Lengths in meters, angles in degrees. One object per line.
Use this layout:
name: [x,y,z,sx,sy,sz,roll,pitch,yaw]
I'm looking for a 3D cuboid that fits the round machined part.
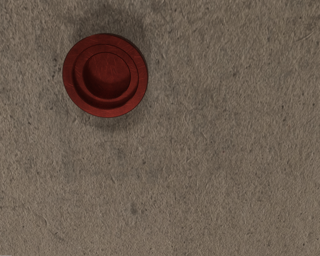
round machined part: [-0.063,-0.065,0.376,0.099,0.042,0.097,0,110,-1]
